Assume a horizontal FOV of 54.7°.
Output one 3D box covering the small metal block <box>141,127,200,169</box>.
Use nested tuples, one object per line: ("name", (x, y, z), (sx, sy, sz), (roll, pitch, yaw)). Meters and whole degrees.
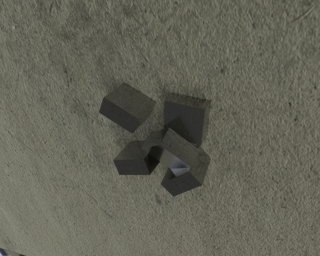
("small metal block", (0.013, 0.027, 0.390), (0.050, 0.025, 0.050), (37, 157, -19))

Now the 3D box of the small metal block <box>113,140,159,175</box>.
("small metal block", (-0.028, 0.040, 0.430), (0.050, 0.050, 0.025), (-5, 116, 30))

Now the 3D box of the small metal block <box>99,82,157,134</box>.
("small metal block", (-0.040, -0.027, 0.395), (0.050, 0.050, 0.025), (32, 129, 7))

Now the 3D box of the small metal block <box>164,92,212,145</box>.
("small metal block", (0.033, -0.012, 0.382), (0.050, 0.025, 0.050), (15, 124, 20))

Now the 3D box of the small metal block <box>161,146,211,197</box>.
("small metal block", (0.034, 0.057, 0.406), (0.050, 0.050, 0.025), (-32, 108, 38))
